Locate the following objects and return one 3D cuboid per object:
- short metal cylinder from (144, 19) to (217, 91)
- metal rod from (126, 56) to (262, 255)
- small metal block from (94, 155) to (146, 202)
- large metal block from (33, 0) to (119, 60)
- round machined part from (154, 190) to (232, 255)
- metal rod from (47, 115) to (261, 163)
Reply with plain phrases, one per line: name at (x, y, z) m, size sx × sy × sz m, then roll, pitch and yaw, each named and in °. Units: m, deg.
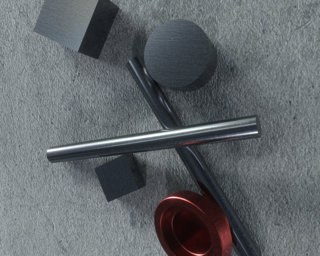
short metal cylinder at (0.027, -0.087, 0.386) m, size 0.080 × 0.050 × 0.079 m, roll 0°, pitch 90°, yaw 19°
metal rod at (0.040, 0.037, 0.394) m, size 0.025 × 0.025 × 0.299 m, roll -33°, pitch 80°, yaw 17°
small metal block at (-0.055, 0.068, 0.427) m, size 0.050 × 0.025 × 0.050 m, roll -26°, pitch 82°, yaw 17°
large metal block at (-0.117, -0.153, 0.436) m, size 0.080 × 0.050 × 0.080 m, roll 27°, pitch 99°, yaw 17°
round machined part at (0.043, 0.120, 0.371) m, size 0.098 × 0.042 × 0.097 m, roll 16°, pitch 114°, yaw 39°
metal rod at (-0.027, 0.019, 0.396) m, size 0.300 × 0.025 × 0.025 m, roll -9°, pitch 87°, yaw 27°
